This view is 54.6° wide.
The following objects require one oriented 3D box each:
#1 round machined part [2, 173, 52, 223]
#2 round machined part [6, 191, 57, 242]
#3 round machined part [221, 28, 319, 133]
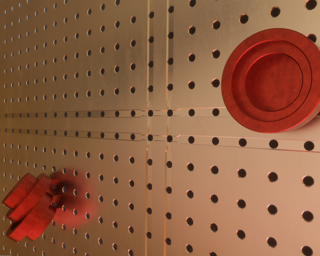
[{"bbox_3d":[-0.248,0.120,0.568,0.042,0.098,0.098,43,126,-17],"label":"round machined part"},{"bbox_3d":[-0.229,0.165,0.566,0.042,0.098,0.098,43,126,-17],"label":"round machined part"},{"bbox_3d":[0.114,-0.044,0.305,0.098,0.042,0.097,0,90,40],"label":"round machined part"}]
